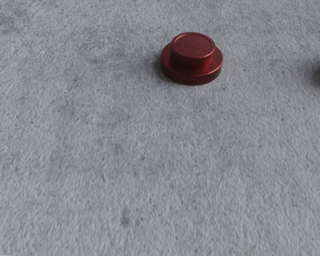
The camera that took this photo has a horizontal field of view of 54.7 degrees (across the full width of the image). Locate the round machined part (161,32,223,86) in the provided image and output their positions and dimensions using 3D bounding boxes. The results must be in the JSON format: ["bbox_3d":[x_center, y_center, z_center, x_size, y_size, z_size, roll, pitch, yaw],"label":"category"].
[{"bbox_3d":[0.050,-0.115,0.490,0.099,0.042,0.098,0,50,0],"label":"round machined part"}]
